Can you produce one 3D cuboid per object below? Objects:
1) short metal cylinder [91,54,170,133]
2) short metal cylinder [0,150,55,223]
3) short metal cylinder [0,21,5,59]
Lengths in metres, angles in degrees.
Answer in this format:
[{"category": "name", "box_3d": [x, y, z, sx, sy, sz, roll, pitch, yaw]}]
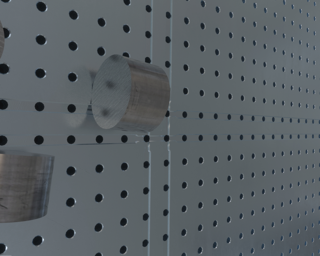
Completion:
[{"category": "short metal cylinder", "box_3d": [-0.034, -0.036, 0.344, 0.050, 0.080, 0.080, 7, 86, -40]}, {"category": "short metal cylinder", "box_3d": [-0.134, 0.045, 0.261, 0.081, 0.080, 0.050, 10, 84, -40]}, {"category": "short metal cylinder", "box_3d": [-0.174, -0.072, 0.246, 0.081, 0.050, 0.079, 0, 90, -40]}]
